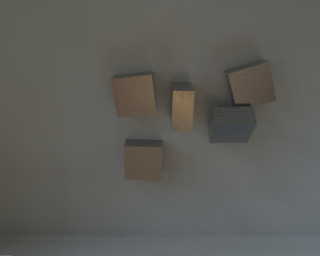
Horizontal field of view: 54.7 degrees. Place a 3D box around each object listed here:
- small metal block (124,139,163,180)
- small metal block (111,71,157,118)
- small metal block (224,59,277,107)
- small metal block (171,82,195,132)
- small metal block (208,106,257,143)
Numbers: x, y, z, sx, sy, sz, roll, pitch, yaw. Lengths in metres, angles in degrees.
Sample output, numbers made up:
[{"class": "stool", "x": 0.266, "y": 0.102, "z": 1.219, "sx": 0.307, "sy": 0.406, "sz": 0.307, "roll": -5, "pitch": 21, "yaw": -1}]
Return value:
[{"class": "small metal block", "x": -0.023, "y": 0.044, "z": 0.427, "sx": 0.050, "sy": 0.025, "sz": 0.050, "roll": 2, "pitch": 110, "yaw": -1}, {"class": "small metal block", "x": -0.032, "y": -0.043, "z": 0.395, "sx": 0.050, "sy": 0.025, "sz": 0.050, "roll": -6, "pitch": 110, "yaw": 2}, {"class": "small metal block", "x": 0.114, "y": -0.054, "z": 0.392, "sx": 0.050, "sy": 0.025, "sz": 0.050, "roll": -16, "pitch": 109, "yaw": 5}, {"class": "small metal block", "x": 0.027, "y": -0.028, "z": 0.388, "sx": 0.025, "sy": 0.050, "sz": 0.050, "roll": 1, "pitch": 110, "yaw": -1}, {"class": "small metal block", "x": 0.091, "y": -0.003, "z": 0.397, "sx": 0.050, "sy": 0.025, "sz": 0.050, "roll": -1, "pitch": 150, "yaw": 0}]
